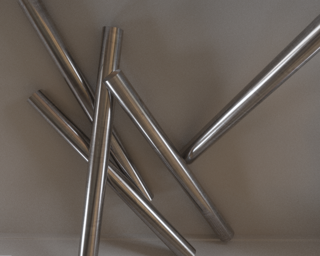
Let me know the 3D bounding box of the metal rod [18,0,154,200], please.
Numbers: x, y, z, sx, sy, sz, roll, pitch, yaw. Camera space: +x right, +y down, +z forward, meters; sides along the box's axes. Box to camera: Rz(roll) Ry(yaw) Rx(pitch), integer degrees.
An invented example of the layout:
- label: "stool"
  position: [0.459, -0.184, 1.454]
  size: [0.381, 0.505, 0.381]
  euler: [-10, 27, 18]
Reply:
- label: "metal rod"
  position: [-0.086, -0.023, 0.401]
  size: [0.025, 0.025, 0.299]
  euler: [-25, 109, 8]

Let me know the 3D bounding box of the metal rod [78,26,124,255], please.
- label: "metal rod"
  position: [-0.075, 0.029, 0.382]
  size: [0.025, 0.025, 0.298]
  euler: [7, 95, -3]

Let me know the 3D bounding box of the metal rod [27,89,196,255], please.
- label: "metal rod"
  position: [-0.059, 0.069, 0.413]
  size: [0.025, 0.025, 0.300]
  euler: [-41, 98, 13]

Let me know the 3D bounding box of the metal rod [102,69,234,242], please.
- label: "metal rod"
  position: [0.024, 0.052, 0.411]
  size: [0.025, 0.025, 0.299]
  euler: [-30, 115, 10]

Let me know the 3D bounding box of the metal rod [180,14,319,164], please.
- label: "metal rod"
  position: [0.110, -0.045, 0.330]
  size: [0.025, 0.025, 0.298]
  euler: [31, 132, -11]
